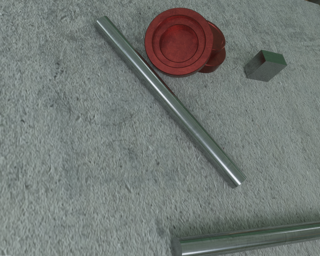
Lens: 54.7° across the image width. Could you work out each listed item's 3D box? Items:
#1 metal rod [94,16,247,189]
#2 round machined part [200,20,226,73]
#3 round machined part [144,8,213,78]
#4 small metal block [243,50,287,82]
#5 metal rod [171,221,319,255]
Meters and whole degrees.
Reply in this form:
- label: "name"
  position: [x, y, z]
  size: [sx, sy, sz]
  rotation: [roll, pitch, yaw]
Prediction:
- label: "metal rod"
  position: [0.011, -0.040, 0.433]
  size: [0.025, 0.025, 0.300]
  rotation: [-35, 81, -38]
- label: "round machined part"
  position: [0.070, -0.144, 0.518]
  size: [0.099, 0.042, 0.098]
  rotation: [14, 56, -21]
- label: "round machined part"
  position: [0.028, -0.123, 0.462]
  size: [0.099, 0.042, 0.097]
  rotation: [0, 90, 5]
- label: "small metal block"
  position: [0.188, -0.110, 0.556]
  size: [0.050, 0.050, 0.025]
  rotation: [4, 60, -26]
- label: "metal rod"
  position: [0.153, 0.139, 0.400]
  size: [0.302, 0.025, 0.025]
  rotation: [4, 60, -27]
